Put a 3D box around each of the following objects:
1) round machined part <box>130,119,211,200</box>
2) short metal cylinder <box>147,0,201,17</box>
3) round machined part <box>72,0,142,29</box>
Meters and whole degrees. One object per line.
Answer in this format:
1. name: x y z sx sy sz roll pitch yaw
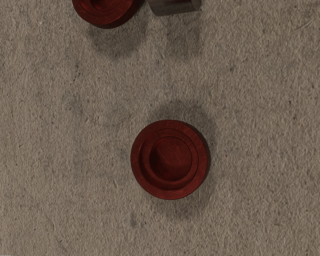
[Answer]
1. round machined part: 0.016 0.038 0.394 0.098 0.042 0.097 0 90 19
2. short metal cylinder: 0.017 -0.179 0.373 0.050 0.080 0.079 -1 90 20
3. round machined part: -0.067 -0.184 0.423 0.098 0.042 0.097 0 90 19
